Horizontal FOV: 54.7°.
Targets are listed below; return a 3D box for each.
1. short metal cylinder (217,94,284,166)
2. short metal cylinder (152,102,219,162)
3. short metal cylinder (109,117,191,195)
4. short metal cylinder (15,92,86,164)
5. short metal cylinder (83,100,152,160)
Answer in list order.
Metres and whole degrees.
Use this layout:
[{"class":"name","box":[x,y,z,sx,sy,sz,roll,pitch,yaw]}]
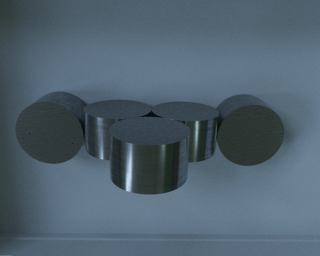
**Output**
[{"class":"short metal cylinder","box":[0.110,0.002,0.398,0.081,0.050,0.079,0,110,0]},{"class":"short metal cylinder","box":[0.030,0.002,0.381,0.081,0.080,0.050,2,110,-1]},{"class":"short metal cylinder","box":[-0.011,0.025,0.316,0.081,0.080,0.050,2,110,-1]},{"class":"short metal cylinder","box":[-0.132,-0.002,0.394,0.081,0.050,0.079,0,110,0]},{"class":"short metal cylinder","box":[-0.051,0.000,0.379,0.081,0.080,0.050,2,110,-1]}]
